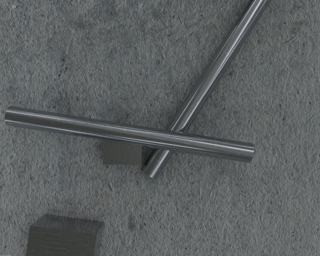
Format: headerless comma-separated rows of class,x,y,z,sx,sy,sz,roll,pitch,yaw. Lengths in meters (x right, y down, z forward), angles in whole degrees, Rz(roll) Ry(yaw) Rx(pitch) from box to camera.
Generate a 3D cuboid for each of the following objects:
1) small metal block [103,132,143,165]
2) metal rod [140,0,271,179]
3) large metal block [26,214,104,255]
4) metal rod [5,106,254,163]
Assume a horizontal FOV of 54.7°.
small metal block,-0.048,0.022,0.409,0.050,0.025,0.050,0,90,-1
metal rod,0.066,-0.065,0.410,0.025,0.025,0.299,33,90,-1
large metal block,-0.121,0.162,0.396,0.081,0.050,0.080,8,90,-1
metal rod,-0.037,0.008,0.384,0.302,0.025,0.025,9,90,0
